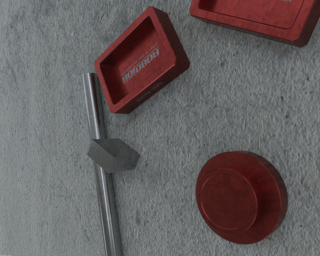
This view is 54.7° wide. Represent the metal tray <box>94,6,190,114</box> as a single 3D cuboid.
[{"bbox_3d":[-0.030,-0.087,0.424,0.130,0.030,0.090,-34,69,34],"label":"metal tray"}]

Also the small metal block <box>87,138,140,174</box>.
[{"bbox_3d":[-0.066,0.038,0.440,0.050,0.050,0.025,33,111,35],"label":"small metal block"}]

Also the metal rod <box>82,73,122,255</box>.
[{"bbox_3d":[-0.089,0.062,0.475,0.025,0.025,0.298,-15,80,38],"label":"metal rod"}]

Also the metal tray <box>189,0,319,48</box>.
[{"bbox_3d":[0.101,-0.144,0.317,0.130,0.030,0.089,30,108,35],"label":"metal tray"}]

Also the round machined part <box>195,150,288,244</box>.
[{"bbox_3d":[0.078,0.074,0.328,0.098,0.042,0.097,0,90,39],"label":"round machined part"}]
